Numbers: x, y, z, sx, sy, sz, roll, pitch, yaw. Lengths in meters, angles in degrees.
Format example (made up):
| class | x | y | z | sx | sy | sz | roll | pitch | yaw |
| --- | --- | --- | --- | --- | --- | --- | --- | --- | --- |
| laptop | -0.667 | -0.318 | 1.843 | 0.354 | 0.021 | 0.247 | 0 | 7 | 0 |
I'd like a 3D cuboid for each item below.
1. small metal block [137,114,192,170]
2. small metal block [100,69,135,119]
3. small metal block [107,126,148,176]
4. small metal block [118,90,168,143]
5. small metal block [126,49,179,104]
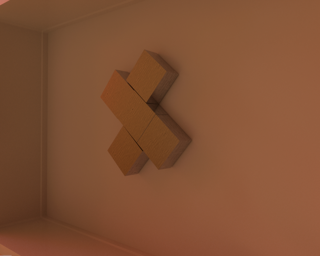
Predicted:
| class | x | y | z | sx | sy | sz | roll | pitch | yaw |
| --- | --- | --- | --- | --- | --- | --- | --- | --- | --- |
| small metal block | 0.004 | 0.018 | 0.400 | 0.050 | 0.025 | 0.050 | 49 | 119 | 29 |
| small metal block | -0.054 | -0.048 | 0.449 | 0.050 | 0.025 | 0.050 | 49 | 119 | 29 |
| small metal block | -0.042 | 0.032 | 0.439 | 0.050 | 0.025 | 0.050 | 50 | 120 | 28 |
| small metal block | -0.025 | -0.016 | 0.424 | 0.050 | 0.025 | 0.050 | 49 | 119 | 29 |
| small metal block | -0.011 | -0.068 | 0.413 | 0.050 | 0.025 | 0.050 | 49 | 118 | 28 |
